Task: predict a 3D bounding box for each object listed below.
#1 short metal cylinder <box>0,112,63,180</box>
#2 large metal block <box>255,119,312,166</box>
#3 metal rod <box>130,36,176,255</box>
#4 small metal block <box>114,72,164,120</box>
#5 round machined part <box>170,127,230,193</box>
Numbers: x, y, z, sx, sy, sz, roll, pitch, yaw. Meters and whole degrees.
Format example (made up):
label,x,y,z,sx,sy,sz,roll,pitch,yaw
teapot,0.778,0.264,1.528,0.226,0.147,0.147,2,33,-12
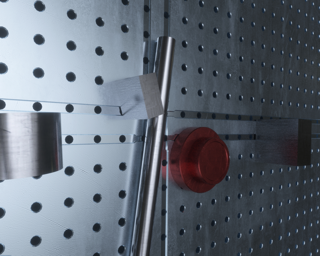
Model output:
label,x,y,z,sx,sy,sz,roll,pitch,yaw
short metal cylinder,-0.127,0.013,0.268,0.081,0.080,0.050,-4,93,-40
large metal block,0.224,0.025,0.565,0.050,0.080,0.080,4,88,-40
metal rod,-0.009,0.028,0.403,0.025,0.025,0.298,12,83,-40
small metal block,-0.025,-0.037,0.373,0.025,0.050,0.050,-21,103,-39
round machined part,0.065,0.047,0.455,0.099,0.042,0.097,0,90,-40
